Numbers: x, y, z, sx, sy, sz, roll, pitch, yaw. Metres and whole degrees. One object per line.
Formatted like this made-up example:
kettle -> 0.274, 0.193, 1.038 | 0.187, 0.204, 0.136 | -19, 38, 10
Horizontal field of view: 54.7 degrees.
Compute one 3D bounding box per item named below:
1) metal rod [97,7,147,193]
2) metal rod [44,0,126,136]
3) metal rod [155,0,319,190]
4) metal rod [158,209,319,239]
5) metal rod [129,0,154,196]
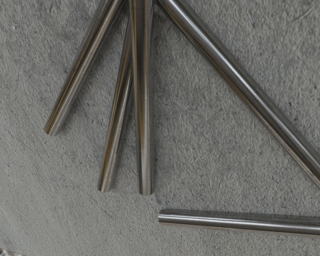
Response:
metal rod -> -0.056, -0.016, 0.426 | 0.025, 0.025, 0.298 | 27, 128, 11
metal rod -> -0.100, -0.086, 0.406 | 0.025, 0.025, 0.298 | 40, 129, 0
metal rod -> 0.097, -0.037, 0.332 | 0.300, 0.025, 0.025 | 47, 129, -5
metal rod -> 0.133, 0.129, 0.416 | 0.300, 0.025, 0.025 | -6, 116, 30
metal rod -> -0.019, -0.023, 0.386 | 0.025, 0.025, 0.298 | 16, 130, 19
